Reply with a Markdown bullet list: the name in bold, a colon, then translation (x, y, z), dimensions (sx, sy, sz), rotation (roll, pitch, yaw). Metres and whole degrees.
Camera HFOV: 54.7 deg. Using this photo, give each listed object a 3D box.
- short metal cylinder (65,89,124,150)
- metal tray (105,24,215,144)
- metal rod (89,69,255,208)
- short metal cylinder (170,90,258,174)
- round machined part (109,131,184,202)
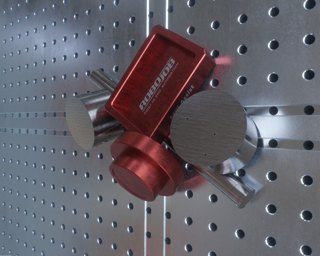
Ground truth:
- **short metal cylinder**: translation (-0.097, -0.013, 0.458), dimensions (0.080, 0.050, 0.079), rotation (24, 124, 42)
- **metal tray**: translation (-0.004, -0.054, 0.390), dimensions (0.090, 0.030, 0.130), rotation (39, 100, 33)
- **metal rod**: translation (-0.004, -0.003, 0.413), dimensions (0.300, 0.025, 0.025), rotation (39, 114, 33)
- **short metal cylinder**: translation (0.058, 0.006, 0.330), dimensions (0.080, 0.050, 0.080), rotation (-9, 69, 26)
- **round machined part**: translation (-0.023, 0.053, 0.382), dimensions (0.098, 0.042, 0.098), rotation (27, 148, 19)
